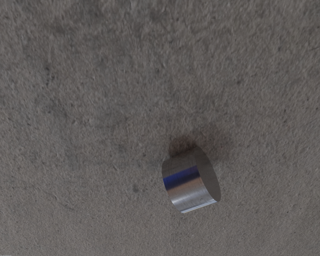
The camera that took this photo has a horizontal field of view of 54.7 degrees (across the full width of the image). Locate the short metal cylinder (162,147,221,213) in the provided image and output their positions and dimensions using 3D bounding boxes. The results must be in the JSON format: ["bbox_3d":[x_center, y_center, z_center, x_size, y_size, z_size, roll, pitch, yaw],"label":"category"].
[{"bbox_3d":[0.045,0.073,0.434,0.050,0.080,0.080,-25,126,19],"label":"short metal cylinder"}]
